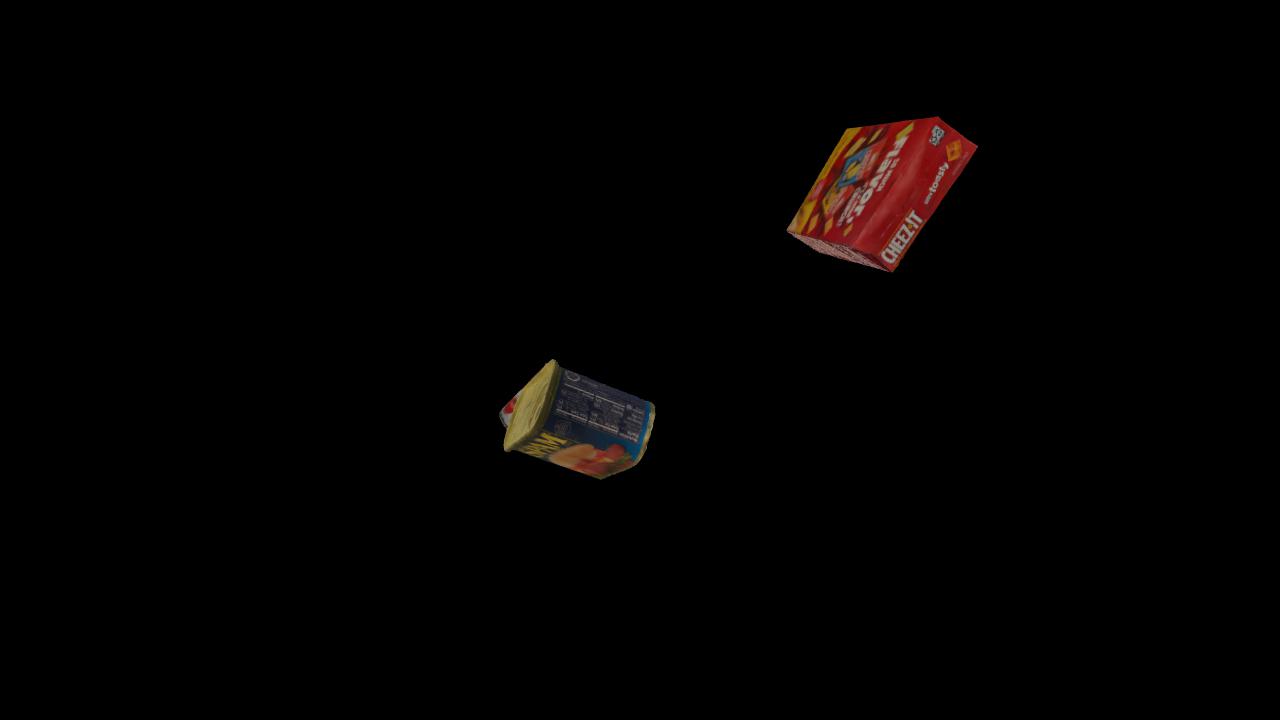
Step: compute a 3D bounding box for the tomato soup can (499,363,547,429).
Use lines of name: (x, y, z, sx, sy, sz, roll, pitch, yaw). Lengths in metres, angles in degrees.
tomato soup can: (-0.145, 0.063, 0.886, 0.101, 0.068, 0.068, -45, -9, 9)

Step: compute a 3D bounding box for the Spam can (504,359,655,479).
Spam can: (-0.048, 0.050, 0.473, 0.085, 0.058, 0.101, 22, -26, -18)

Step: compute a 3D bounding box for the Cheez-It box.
Cheez-It box: (0.290, -0.211, 0.781, 0.071, 0.166, 0.223, 28, 11, -14)
